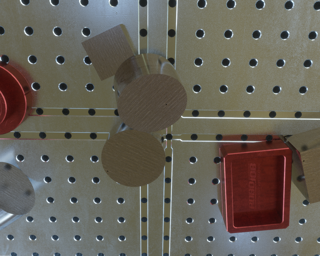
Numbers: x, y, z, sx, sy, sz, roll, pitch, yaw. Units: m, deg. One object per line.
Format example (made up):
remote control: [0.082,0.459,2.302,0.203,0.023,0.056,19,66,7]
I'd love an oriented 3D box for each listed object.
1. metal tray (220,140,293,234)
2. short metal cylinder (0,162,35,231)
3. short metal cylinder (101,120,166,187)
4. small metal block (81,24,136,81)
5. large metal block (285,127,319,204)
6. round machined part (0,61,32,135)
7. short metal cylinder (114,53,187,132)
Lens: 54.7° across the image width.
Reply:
metal tray: [0.136,0.085,0.443,0.091,0.030,0.129,-6,110,2]
short metal cylinder: [-0.218,0.093,0.416,0.050,0.080,0.080,-34,107,12]
short metal cylinder: [-0.033,0.030,0.411,0.081,0.050,0.079,0,110,0]
small metal block: [-0.059,-0.093,0.379,0.050,0.025,0.050,-23,109,8]
large metal block: [0.225,0.046,0.419,0.080,0.050,0.080,-17,109,6]
round machined part: [-0.218,-0.035,0.389,0.099,0.042,0.097,0,110,0]
short metal cylinder: [-0.013,-0.042,0.371,0.081,0.050,0.079,-7,130,-9]
